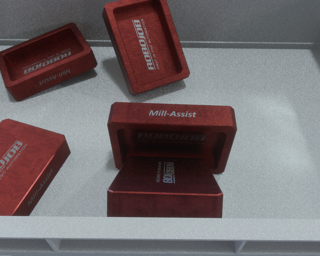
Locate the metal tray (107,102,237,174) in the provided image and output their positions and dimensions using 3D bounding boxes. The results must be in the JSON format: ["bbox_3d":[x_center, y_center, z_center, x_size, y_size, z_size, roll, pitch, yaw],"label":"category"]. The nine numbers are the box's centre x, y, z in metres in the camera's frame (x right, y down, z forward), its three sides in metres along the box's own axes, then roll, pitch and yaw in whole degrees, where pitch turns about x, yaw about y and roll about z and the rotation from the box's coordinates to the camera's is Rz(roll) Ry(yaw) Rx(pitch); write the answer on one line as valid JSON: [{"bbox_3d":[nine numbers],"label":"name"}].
[{"bbox_3d":[0.012,0.014,0.351,0.131,0.089,0.030,2,50,1],"label":"metal tray"}]

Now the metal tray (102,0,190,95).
[{"bbox_3d":[-0.020,-0.122,0.451,0.091,0.030,0.129,-20,96,-16],"label":"metal tray"}]

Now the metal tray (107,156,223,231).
[{"bbox_3d":[0.005,0.057,0.302,0.091,0.030,0.130,2,7,1],"label":"metal tray"}]

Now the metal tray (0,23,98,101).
[{"bbox_3d":[-0.174,-0.105,0.474,0.131,0.030,0.090,-27,55,-11],"label":"metal tray"}]

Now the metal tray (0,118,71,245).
[{"bbox_3d":[-0.176,0.054,0.354,0.090,0.030,0.130,15,51,12],"label":"metal tray"}]
